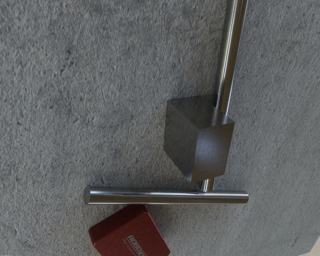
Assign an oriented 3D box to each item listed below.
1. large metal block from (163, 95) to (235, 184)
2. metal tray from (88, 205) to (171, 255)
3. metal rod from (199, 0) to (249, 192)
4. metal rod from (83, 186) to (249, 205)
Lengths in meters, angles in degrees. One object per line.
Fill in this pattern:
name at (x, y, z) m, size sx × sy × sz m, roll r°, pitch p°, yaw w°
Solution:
large metal block at (0.047, 0.012, 0.406) m, size 0.050 × 0.080 × 0.079 m, roll -11°, pitch 123°, yaw -23°
metal tray at (-0.044, 0.182, 0.494) m, size 0.090 × 0.030 × 0.129 m, roll -30°, pitch 129°, yaw -10°
metal rod at (0.085, -0.031, 0.435) m, size 0.025 × 0.025 × 0.298 m, roll -11°, pitch 123°, yaw -23°
metal rod at (0.029, 0.109, 0.491) m, size 0.302 × 0.025 × 0.025 m, roll 9°, pitch 114°, yaw -33°
